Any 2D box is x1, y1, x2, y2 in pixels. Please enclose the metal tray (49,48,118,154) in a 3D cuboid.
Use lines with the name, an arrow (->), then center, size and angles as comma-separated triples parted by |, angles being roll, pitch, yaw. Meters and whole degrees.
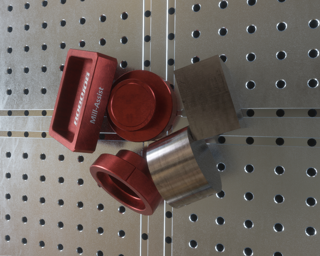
metal tray -> -0.109, -0.040, 0.427 | 0.090, 0.030, 0.129 | 21, 98, 47

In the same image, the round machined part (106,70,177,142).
round machined part -> -0.030, -0.029, 0.414 | 0.098, 0.042, 0.097 | 0, 90, 20

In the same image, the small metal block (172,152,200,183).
small metal block -> 0.026, 0.054, 0.403 | 0.050, 0.025, 0.050 | -30, 80, 17

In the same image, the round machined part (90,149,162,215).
round machined part -> -0.038, 0.065, 0.398 | 0.098, 0.098, 0.042 | 28, 60, 17

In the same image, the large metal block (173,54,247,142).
large metal block -> 0.062, -0.031, 0.361 | 0.050, 0.080, 0.080 | -18, 84, 19

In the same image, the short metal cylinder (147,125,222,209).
short metal cylinder -> 0.028, 0.043, 0.347 | 0.050, 0.080, 0.080 | -27, 81, 18
